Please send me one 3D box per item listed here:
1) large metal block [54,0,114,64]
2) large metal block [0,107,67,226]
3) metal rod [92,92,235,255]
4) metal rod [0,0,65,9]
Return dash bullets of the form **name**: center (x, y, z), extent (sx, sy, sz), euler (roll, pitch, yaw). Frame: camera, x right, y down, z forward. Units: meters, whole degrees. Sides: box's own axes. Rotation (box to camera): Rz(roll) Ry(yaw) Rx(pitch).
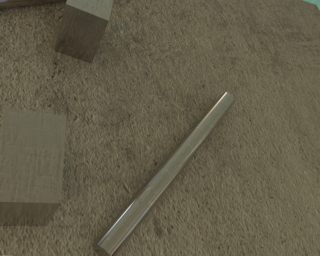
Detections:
- **large metal block**: center (-0.097, -0.147, 0.407), extent (0.050, 0.080, 0.080), euler (17, 55, -19)
- **large metal block**: center (-0.120, 0.039, 0.280), extent (0.050, 0.080, 0.080), euler (8, 58, -24)
- **metal rod**: center (0.025, 0.038, 0.396), extent (0.025, 0.025, 0.301), euler (43, 51, 1)
- **metal rod**: center (-0.112, -0.213, 0.474), extent (0.302, 0.025, 0.025), euler (-27, 77, -37)
